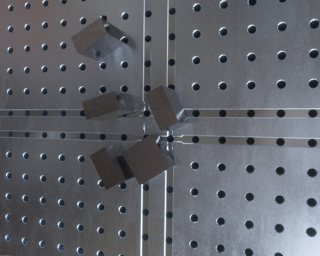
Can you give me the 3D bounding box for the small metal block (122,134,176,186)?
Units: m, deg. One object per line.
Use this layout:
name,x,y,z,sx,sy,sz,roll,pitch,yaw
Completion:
small metal block,-0.015,0.042,0.418,0.050,0.025,0.050,-33,79,17

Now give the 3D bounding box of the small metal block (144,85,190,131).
small metal block,0.010,-0.024,0.396,0.025,0.050,0.050,-27,81,18

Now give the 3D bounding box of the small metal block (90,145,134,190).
small metal block,-0.062,0.052,0.422,0.025,0.050,0.050,-31,80,17

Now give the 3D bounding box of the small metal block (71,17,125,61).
small metal block,-0.085,-0.121,0.430,0.050,0.050,0.025,-27,81,18

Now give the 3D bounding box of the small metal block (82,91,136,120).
small metal block,-0.069,-0.029,0.424,0.050,0.050,0.025,-15,85,19
